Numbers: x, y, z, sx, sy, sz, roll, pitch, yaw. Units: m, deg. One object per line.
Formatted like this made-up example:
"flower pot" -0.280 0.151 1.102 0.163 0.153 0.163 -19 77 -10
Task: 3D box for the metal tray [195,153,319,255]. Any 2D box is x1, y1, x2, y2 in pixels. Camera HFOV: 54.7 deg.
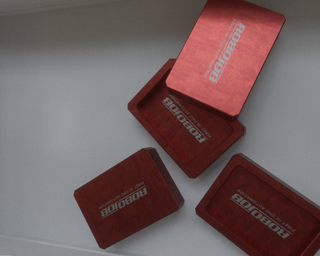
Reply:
"metal tray" 0.120 0.102 0.365 0.130 0.030 0.090 36 101 16

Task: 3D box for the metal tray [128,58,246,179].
"metal tray" 0.032 -0.013 0.395 0.090 0.030 0.130 -45 76 14

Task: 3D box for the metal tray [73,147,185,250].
"metal tray" -0.044 0.095 0.422 0.130 0.030 0.090 -33 80 16

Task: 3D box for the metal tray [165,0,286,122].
"metal tray" 0.075 -0.084 0.360 0.090 0.030 0.130 26 84 12
